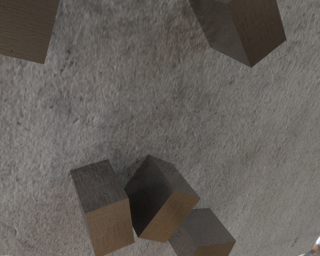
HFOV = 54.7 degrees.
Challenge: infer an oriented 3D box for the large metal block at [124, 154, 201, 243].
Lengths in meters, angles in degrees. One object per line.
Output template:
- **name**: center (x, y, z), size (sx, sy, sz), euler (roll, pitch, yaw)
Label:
- **large metal block**: center (-0.004, 0.097, 0.431), size (0.050, 0.080, 0.080), euler (27, 103, -38)

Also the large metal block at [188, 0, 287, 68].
- **large metal block**: center (0.083, -0.124, 0.341), size (0.050, 0.080, 0.080), euler (-39, 130, -2)

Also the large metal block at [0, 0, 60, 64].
- **large metal block**: center (-0.131, -0.107, 0.253), size (0.081, 0.050, 0.079), euler (9, 114, -33)

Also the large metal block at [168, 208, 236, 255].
- **large metal block**: center (0.065, 0.184, 0.523), size (0.081, 0.080, 0.050), euler (5, 116, -31)

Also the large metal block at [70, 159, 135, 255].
- **large metal block**: center (-0.074, 0.100, 0.394), size (0.050, 0.080, 0.079), euler (-16, 125, -20)
